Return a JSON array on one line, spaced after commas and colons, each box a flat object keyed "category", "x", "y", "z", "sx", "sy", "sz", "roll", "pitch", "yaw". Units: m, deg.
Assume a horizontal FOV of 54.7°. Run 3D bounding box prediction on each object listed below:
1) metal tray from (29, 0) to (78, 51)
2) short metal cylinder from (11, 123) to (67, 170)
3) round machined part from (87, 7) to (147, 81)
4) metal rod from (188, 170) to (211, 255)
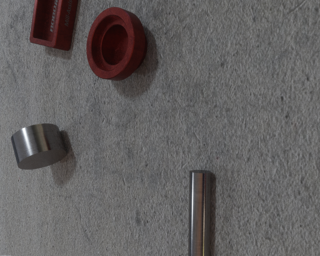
[{"category": "metal tray", "x": -0.189, "y": -0.210, "z": 0.553, "sx": 0.090, "sy": 0.030, "sz": 0.129, "roll": 21, "pitch": 103, "yaw": 37}, {"category": "short metal cylinder", "x": -0.210, "y": 0.033, "z": 0.539, "sx": 0.080, "sy": 0.081, "sz": 0.050, "roll": -35, "pitch": 68, "yaw": 34}, {"category": "round machined part", "x": -0.057, "y": -0.116, "z": 0.438, "sx": 0.098, "sy": 0.042, "sz": 0.097, "roll": 0, "pitch": 90, "yaw": 39}, {"category": "metal rod", "x": 0.045, "y": 0.200, "z": 0.366, "sx": 0.025, "sy": 0.025, "sz": 0.298, "roll": 1, "pitch": 91, "yaw": 39}]
